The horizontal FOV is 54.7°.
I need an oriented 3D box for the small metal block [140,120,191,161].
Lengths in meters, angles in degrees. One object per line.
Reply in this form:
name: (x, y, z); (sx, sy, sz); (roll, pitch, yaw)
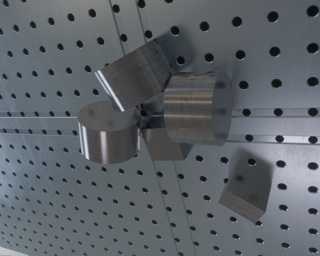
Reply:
small metal block: (0.008, 0.016, 0.417); (0.050, 0.025, 0.050); (-4, 117, 30)

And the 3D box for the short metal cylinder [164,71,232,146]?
short metal cylinder: (0.044, -0.022, 0.339); (0.050, 0.080, 0.079); (3, 120, 26)

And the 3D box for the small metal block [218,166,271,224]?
small metal block: (0.107, 0.083, 0.390); (0.050, 0.050, 0.025); (29, 128, 9)

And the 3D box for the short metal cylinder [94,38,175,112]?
short metal cylinder: (-0.027, -0.060, 0.352); (0.080, 0.080, 0.050); (-19, 108, 35)

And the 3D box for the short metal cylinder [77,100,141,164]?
short metal cylinder: (-0.067, 0.004, 0.413); (0.080, 0.080, 0.050); (16, 125, 19)
